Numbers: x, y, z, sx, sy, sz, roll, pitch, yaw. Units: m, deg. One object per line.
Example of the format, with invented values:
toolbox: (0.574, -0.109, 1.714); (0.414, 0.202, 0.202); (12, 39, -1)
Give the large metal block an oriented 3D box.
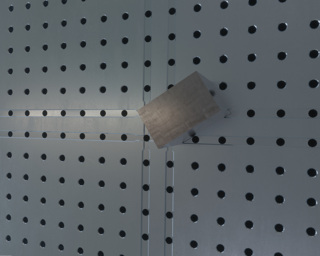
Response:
large metal block: (0.032, -0.019, 0.372); (0.080, 0.080, 0.050); (-33, 80, 17)
